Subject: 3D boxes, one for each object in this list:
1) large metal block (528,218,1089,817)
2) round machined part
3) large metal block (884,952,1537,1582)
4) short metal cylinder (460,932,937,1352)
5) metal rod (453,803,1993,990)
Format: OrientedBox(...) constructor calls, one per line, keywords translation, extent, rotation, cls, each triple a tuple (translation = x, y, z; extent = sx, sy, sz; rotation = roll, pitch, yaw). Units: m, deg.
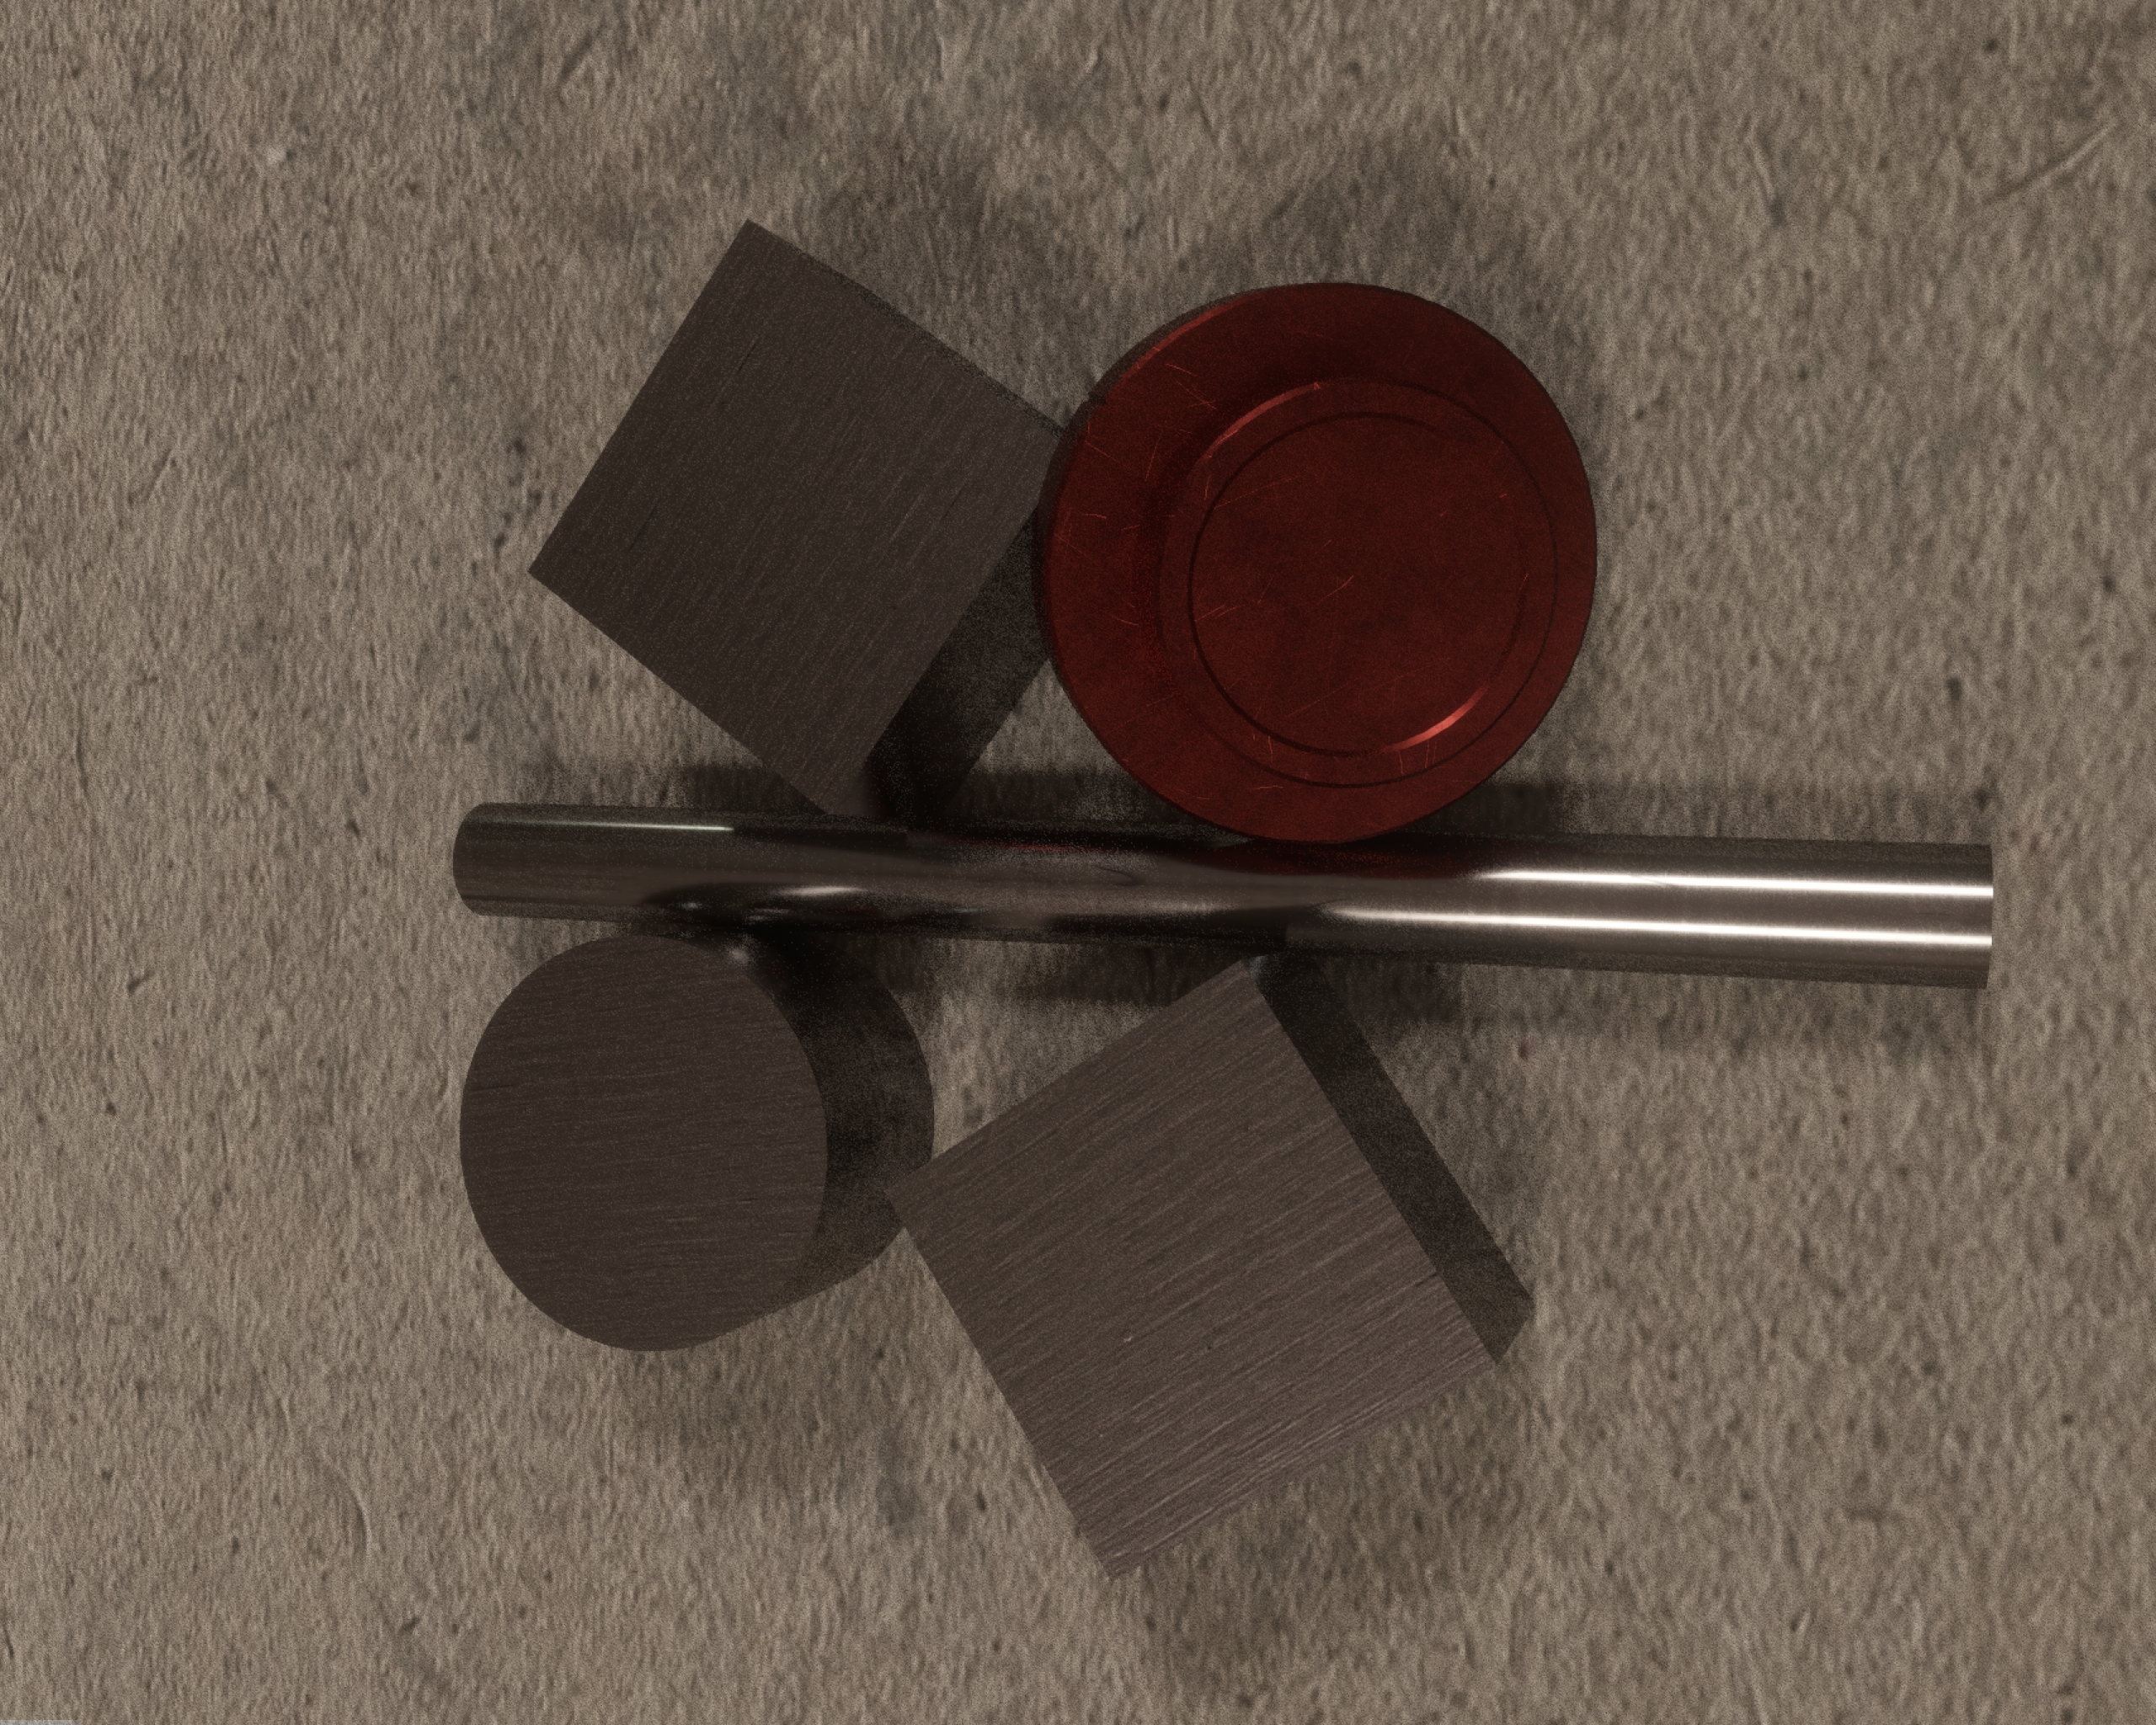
OrientedBox(translation=(-0.045, -0.065, 0.409), extent=(0.080, 0.050, 0.080), rotation=(38, 102, 15), cls="large metal block")
OrientedBox(translation=(0.043, -0.050, 0.360), extent=(0.099, 0.042, 0.097), rotation=(-2, 105, -8), cls="round machined part")
OrientedBox(translation=(0.025, 0.072, 0.387), extent=(0.080, 0.050, 0.080), rotation=(-35, 79, 16), cls="large metal block")
OrientedBox(translation=(-0.076, 0.054, 0.422), extent=(0.080, 0.050, 0.079), rotation=(0, 90, 19), cls="short metal cylinder")
OrientedBox(translation=(0.013, 0.004, 0.406), extent=(0.301, 0.025, 0.025), rotation=(2, 91, 19), cls="metal rod")
